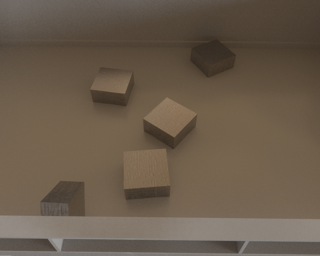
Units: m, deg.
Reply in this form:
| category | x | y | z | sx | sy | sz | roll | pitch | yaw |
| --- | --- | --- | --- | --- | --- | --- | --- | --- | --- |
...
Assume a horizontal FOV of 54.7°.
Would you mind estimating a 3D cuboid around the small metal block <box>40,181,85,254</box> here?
| category | x | y | z | sx | sy | sz | roll | pitch | yaw |
| --- | --- | --- | --- | --- | --- | --- | --- | --- | --- |
| small metal block | -0.093 | 0.085 | 0.303 | 0.025 | 0.050 | 0.050 | 2 | 12 | 2 |

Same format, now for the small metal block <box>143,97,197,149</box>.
| category | x | y | z | sx | sy | sz | roll | pitch | yaw |
| --- | --- | --- | --- | --- | --- | --- | --- | --- | --- |
| small metal block | 0.014 | -0.007 | 0.411 | 0.050 | 0.025 | 0.050 | 31 | 57 | 23 |

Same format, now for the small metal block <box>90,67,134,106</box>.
| category | x | y | z | sx | sy | sz | roll | pitch | yaw |
| --- | --- | --- | --- | --- | --- | --- | --- | --- | --- |
| small metal block | -0.069 | -0.061 | 0.456 | 0.050 | 0.025 | 0.050 | 8 | 50 | 6 |

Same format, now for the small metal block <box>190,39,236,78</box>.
| category | x | y | z | sx | sy | sz | roll | pitch | yaw |
| --- | --- | --- | --- | --- | --- | --- | --- | --- | --- |
| small metal block | 0.085 | -0.113 | 0.501 | 0.050 | 0.025 | 0.050 | -24 | 54 | -19 |

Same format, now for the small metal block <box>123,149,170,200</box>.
| category | x | y | z | sx | sy | sz | roll | pitch | yaw |
| --- | --- | --- | --- | --- | --- | --- | --- | --- | --- |
| small metal block | -0.016 | 0.053 | 0.360 | 0.050 | 0.025 | 0.050 | -4 | 50 | -3 |
